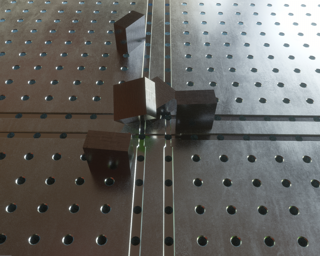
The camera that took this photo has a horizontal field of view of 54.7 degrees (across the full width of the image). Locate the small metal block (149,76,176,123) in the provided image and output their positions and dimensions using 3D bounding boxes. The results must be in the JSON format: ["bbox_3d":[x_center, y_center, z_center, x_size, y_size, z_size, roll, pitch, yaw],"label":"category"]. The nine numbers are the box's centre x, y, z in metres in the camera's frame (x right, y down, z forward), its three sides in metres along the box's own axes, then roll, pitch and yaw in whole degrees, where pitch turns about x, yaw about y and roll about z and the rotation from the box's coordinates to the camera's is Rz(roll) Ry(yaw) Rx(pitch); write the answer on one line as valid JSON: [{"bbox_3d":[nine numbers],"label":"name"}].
[{"bbox_3d":[-0.007,-0.041,0.442,0.050,0.025,0.050,-33,58,-25],"label":"small metal block"}]

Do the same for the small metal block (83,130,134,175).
[{"bbox_3d":[-0.059,0.030,0.366,0.050,0.050,0.025,5,50,3],"label":"small metal block"}]

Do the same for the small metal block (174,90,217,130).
[{"bbox_3d":[0.045,-0.024,0.412,0.050,0.050,0.025,-2,50,-2],"label":"small metal block"}]

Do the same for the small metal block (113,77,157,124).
[{"bbox_3d":[-0.034,-0.035,0.411,0.050,0.025,0.050,-10,75,27],"label":"small metal block"}]

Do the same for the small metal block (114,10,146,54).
[{"bbox_3d":[-0.050,-0.163,0.528,0.025,0.050,0.050,28,55,21],"label":"small metal block"}]
